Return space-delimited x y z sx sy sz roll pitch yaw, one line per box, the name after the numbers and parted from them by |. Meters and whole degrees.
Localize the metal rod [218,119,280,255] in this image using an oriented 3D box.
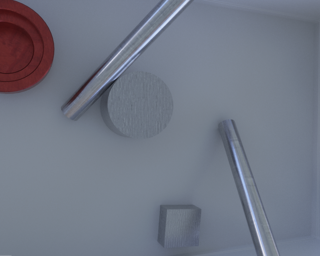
0.119 0.119 0.371 0.025 0.025 0.299 3 55 -20 | metal rod

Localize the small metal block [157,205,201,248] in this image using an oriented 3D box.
0.026 0.133 0.422 0.050 0.025 0.050 5 88 -20 | small metal block

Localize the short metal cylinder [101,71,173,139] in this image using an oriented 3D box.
-0.030 -0.027 0.387 0.081 0.050 0.079 0 90 -21 | short metal cylinder

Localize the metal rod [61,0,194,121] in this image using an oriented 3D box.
-0.002 -0.116 0.334 0.299 0.025 0.025 -43 106 15 | metal rod

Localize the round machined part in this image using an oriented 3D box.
-0.168 -0.086 0.339 0.099 0.042 0.097 0 90 -21 | round machined part
